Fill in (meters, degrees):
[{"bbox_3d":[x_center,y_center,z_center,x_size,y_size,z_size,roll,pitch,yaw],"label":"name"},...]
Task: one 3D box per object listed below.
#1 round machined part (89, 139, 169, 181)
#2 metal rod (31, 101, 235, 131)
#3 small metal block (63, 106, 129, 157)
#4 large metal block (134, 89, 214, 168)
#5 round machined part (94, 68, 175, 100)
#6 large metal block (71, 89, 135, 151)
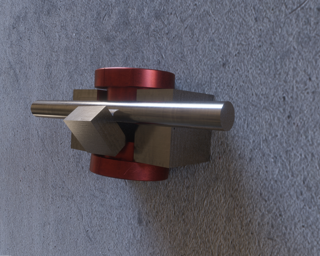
[{"bbox_3d":[-0.036,0.036,0.388,0.098,0.099,0.042,6,89,40],"label":"round machined part"},{"bbox_3d":[-0.059,-0.019,0.351,0.300,0.025,0.025,5,93,40],"label":"metal rod"},{"bbox_3d":[-0.071,0.003,0.343,0.050,0.025,0.050,2,132,41],"label":"small metal block"},{"bbox_3d":[0.018,-0.001,0.356,0.050,0.081,0.079,5,93,40],"label":"large metal block"},{"bbox_3d":[-0.031,-0.047,0.385,0.098,0.099,0.042,5,94,40],"label":"round machined part"},{"bbox_3d":[-0.073,-0.010,0.431,0.050,0.081,0.079,6,94,40],"label":"large metal block"}]
